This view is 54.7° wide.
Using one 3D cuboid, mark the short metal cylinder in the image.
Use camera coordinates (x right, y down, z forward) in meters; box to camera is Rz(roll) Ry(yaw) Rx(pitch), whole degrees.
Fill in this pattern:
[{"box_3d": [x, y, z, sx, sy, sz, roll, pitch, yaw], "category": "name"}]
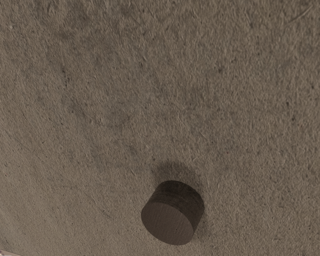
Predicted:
[{"box_3d": [0.019, 0.125, 0.456, 0.080, 0.050, 0.079, 13, 124, 20], "category": "short metal cylinder"}]
